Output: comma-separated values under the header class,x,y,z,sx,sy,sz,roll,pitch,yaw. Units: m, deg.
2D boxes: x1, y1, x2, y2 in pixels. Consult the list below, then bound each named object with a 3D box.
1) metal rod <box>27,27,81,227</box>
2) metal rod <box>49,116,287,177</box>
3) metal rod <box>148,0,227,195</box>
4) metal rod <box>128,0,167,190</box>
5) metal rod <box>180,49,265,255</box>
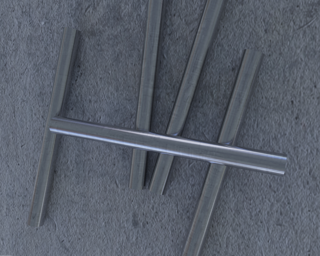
class,x,y,z,sx,sy,sz,roll,pitch,yaw
metal rod,-0.160,0.001,0.465,0.025,0.025,0.298,14,95,19
metal rod,-0.006,0.018,0.383,0.301,0.025,0.025,9,93,19
metal rod,0.039,-0.059,0.394,0.025,0.025,0.298,19,96,19
metal rod,-0.015,-0.068,0.414,0.025,0.025,0.298,7,92,20
metal rod,0.071,0.052,0.383,0.025,0.025,0.298,18,96,19
